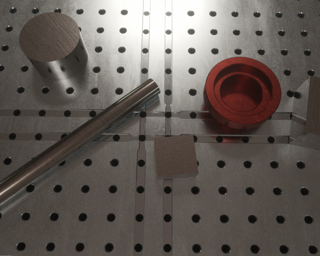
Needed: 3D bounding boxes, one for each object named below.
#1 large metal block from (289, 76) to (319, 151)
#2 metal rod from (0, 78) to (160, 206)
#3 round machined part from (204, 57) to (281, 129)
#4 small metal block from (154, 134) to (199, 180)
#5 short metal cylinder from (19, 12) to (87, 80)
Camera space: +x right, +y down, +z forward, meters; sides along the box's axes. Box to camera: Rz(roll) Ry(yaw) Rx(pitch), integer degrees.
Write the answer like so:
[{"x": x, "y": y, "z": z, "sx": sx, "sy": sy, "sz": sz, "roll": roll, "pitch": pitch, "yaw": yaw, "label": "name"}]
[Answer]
[{"x": 0.223, "y": -0.014, "z": 0.406, "sx": 0.080, "sy": 0.050, "sz": 0.080, "roll": 13, "pitch": 70, "yaw": 4, "label": "large metal block"}, {"x": -0.125, "y": 0.028, "z": 0.399, "sx": 0.301, "sy": 0.025, "sz": 0.025, "roll": -36, "pitch": 74, "yaw": -13, "label": "metal rod"}, {"x": 0.108, "y": -0.044, "z": 0.420, "sx": 0.099, "sy": 0.042, "sz": 0.098, "roll": 0, "pitch": 70, "yaw": -1, "label": "round machined part"}, {"x": 0.020, "y": 0.038, "z": 0.398, "sx": 0.050, "sy": 0.025, "sz": 0.050, "roll": -5, "pitch": 70, "yaw": -2, "label": "small metal block"}, {"x": -0.148, "y": -0.115, "z": 0.439, "sx": 0.081, "sy": 0.050, "sz": 0.080, "roll": 0, "pitch": 70, "yaw": 0, "label": "short metal cylinder"}]
